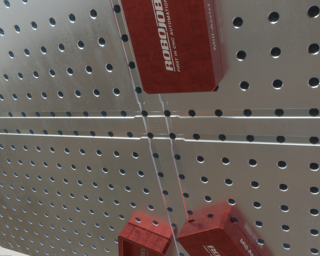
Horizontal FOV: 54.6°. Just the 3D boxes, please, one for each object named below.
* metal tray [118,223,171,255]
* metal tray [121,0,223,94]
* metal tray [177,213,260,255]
[{"bbox_3d":[-0.030,0.244,0.575,0.090,0.030,0.129,16,125,19],"label":"metal tray"},{"bbox_3d":[0.013,-0.103,0.338,0.090,0.030,0.129,1,119,28],"label":"metal tray"},{"bbox_3d":[0.100,0.197,0.478,0.090,0.030,0.130,-30,102,38],"label":"metal tray"}]
